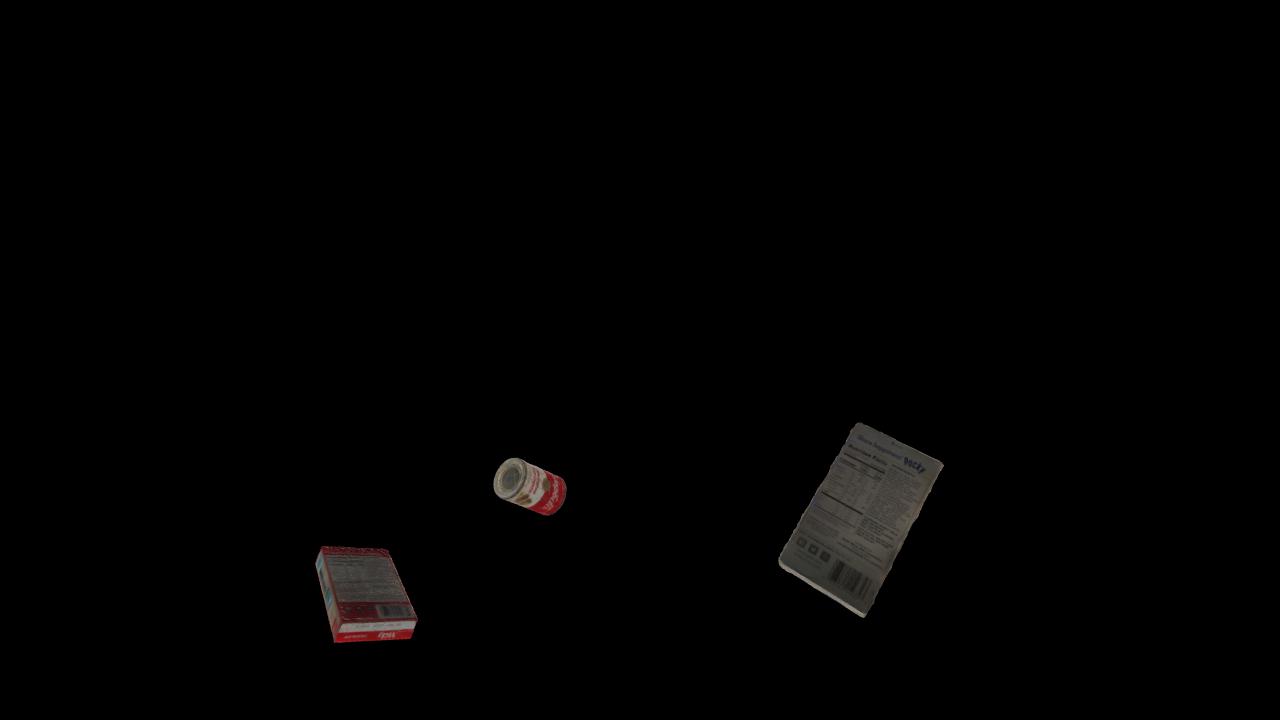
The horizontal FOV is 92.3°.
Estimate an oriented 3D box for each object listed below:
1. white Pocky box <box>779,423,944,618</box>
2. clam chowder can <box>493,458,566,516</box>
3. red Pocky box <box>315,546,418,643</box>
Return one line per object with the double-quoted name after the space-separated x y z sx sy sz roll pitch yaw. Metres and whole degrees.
0.197 0.138 0.551 0.084 0.154 0.028 28 -19 25 "white Pocky box"
-0.174 0.202 0.977 0.068 0.068 0.102 0 -25 37 "clam chowder can"
-0.318 0.266 0.708 0.083 0.028 0.155 16 6 -37 "red Pocky box"
